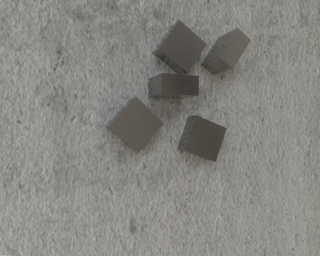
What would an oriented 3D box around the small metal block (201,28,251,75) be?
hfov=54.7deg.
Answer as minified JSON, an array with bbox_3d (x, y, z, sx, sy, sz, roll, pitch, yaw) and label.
[{"bbox_3d":[0.090,-0.105,0.430,0.025,0.050,0.050,36,78,-17],"label":"small metal block"}]

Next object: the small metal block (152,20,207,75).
[{"bbox_3d":[0.027,-0.108,0.420,0.050,0.025,0.050,37,78,-17],"label":"small metal block"}]

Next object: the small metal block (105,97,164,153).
[{"bbox_3d":[-0.033,-0.004,0.398,0.050,0.025,0.050,45,76,-15],"label":"small metal block"}]

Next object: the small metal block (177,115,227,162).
[{"bbox_3d":[0.059,0.015,0.432,0.050,0.025,0.050,22,83,-19],"label":"small metal block"}]

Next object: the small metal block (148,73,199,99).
[{"bbox_3d":[0.017,-0.053,0.403,0.050,0.050,0.025,1,90,-20],"label":"small metal block"}]
